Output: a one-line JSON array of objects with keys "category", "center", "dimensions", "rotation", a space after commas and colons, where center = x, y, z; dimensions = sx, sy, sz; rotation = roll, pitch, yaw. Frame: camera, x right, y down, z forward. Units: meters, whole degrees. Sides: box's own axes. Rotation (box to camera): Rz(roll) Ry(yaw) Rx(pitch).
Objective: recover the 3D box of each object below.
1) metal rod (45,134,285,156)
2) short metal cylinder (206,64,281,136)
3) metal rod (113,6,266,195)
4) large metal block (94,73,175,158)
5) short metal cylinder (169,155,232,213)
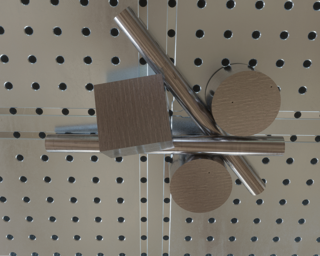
[{"category": "metal rod", "center": [0.002, 0.021, 0.399], "dimensions": [0.302, 0.025, 0.025], "rotation": [0, 110, 6]}, {"category": "short metal cylinder", "center": [0.100, -0.036, 0.384], "dimensions": [0.081, 0.050, 0.079], "rotation": [0, 110, 0]}, {"category": "metal rod", "center": [0.047, -0.023, 0.402], "dimensions": [0.025, 0.025, 0.300], "rotation": [-36, 107, 12]}, {"category": "large metal block", "center": [-0.030, -0.012, 0.372], "dimensions": [0.080, 0.050, 0.080], "rotation": [-9, 75, 3]}, {"category": "short metal cylinder", "center": [0.053, 0.067, 0.421], "dimensions": [0.081, 0.050, 0.079], "rotation": [0, 110, 0]}]
